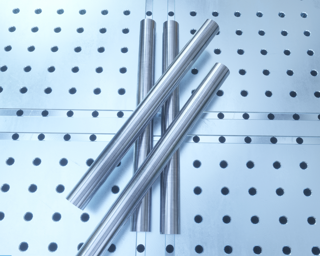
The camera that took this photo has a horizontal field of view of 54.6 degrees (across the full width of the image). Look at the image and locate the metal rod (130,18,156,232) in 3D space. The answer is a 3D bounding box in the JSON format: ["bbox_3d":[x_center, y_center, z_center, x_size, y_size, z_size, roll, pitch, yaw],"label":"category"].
[{"bbox_3d":[-0.021,-0.017,0.419,0.025,0.025,0.299,1,70,0],"label":"metal rod"}]

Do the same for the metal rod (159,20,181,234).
[{"bbox_3d":[0.014,-0.015,0.418,0.025,0.025,0.299,1,70,0],"label":"metal rod"}]

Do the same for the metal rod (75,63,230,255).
[{"bbox_3d":[-0.003,0.037,0.371,0.025,0.025,0.300,33,73,11],"label":"metal rod"}]

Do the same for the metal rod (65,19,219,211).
[{"bbox_3d":[-0.012,-0.029,0.396,0.025,0.025,0.300,33,73,11],"label":"metal rod"}]
